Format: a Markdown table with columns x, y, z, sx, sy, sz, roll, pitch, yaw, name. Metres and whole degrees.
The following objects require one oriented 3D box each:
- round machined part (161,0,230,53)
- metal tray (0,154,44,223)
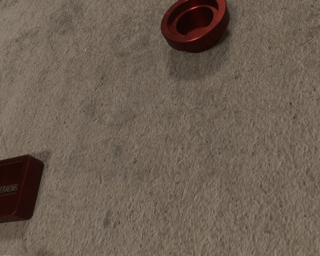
| x | y | z | sx | sy | sz | roll | pitch | yaw | name |
| --- | --- | --- | --- | --- | --- | --- | --- | --- | --- |
| 0.054 | -0.150 | 0.456 | 0.098 | 0.042 | 0.098 | -13 | 56 | 20 | round machined part |
| -0.244 | 0.095 | 0.467 | 0.130 | 0.030 | 0.090 | -12 | 57 | 21 | metal tray |
